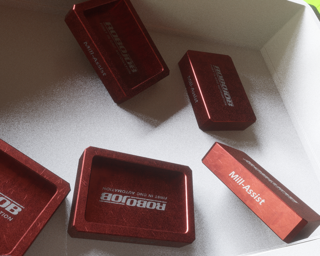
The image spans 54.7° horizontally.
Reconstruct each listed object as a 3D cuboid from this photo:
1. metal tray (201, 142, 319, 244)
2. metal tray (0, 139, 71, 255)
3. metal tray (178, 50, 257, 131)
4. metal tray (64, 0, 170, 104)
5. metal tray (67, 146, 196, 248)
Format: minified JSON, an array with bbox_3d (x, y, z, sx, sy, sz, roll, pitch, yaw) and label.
[{"bbox_3d":[0.120,0.073,0.367,0.090,0.030,0.130,19,20,-51],"label":"metal tray"},{"bbox_3d":[-0.162,0.057,0.280,0.130,0.030,0.090,35,51,-6],"label":"metal tray"},{"bbox_3d":[0.089,-0.059,0.489,0.091,0.030,0.130,0,62,-29],"label":"metal tray"},{"bbox_3d":[-0.053,-0.108,0.415,0.091,0.030,0.130,-38,102,-38],"label":"metal tray"},{"bbox_3d":[-0.027,0.077,0.341,0.131,0.030,0.090,14,56,-21],"label":"metal tray"}]
